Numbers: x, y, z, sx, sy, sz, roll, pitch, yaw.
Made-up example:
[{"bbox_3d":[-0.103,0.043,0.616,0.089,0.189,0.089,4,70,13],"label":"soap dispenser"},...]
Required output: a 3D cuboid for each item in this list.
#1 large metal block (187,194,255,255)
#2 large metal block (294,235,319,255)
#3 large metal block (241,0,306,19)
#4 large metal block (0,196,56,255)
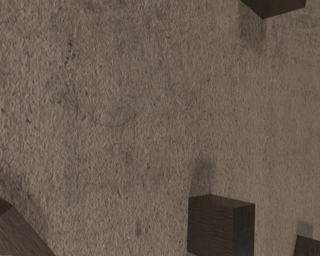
[{"bbox_3d":[0.086,0.144,0.444,0.050,0.080,0.079,3,88,-40],"label":"large metal block"},{"bbox_3d":[0.334,0.286,0.674,0.080,0.050,0.080,27,73,-37],"label":"large metal block"},{"bbox_3d":[0.196,-0.240,0.536,0.080,0.080,0.050,18,79,-39],"label":"large metal block"},{"bbox_3d":[-0.145,0.119,0.268,0.080,0.050,0.080,-42,116,-32],"label":"large metal block"}]
